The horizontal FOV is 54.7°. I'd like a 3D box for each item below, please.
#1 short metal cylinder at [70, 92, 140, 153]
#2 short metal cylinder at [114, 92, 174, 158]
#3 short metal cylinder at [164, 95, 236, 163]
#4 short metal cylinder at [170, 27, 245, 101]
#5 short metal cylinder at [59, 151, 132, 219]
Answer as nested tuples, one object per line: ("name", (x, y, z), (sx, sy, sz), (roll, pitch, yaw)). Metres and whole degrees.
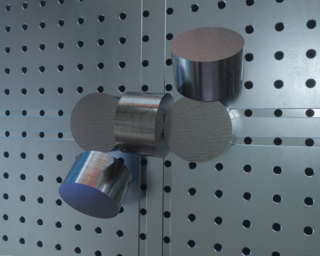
("short metal cylinder", (-0.073, -0.006, 0.423), (0.080, 0.050, 0.079), (0, 90, 19))
("short metal cylinder", (-0.016, -0.005, 0.388), (0.050, 0.080, 0.079), (5, 92, 19))
("short metal cylinder", (0.051, 0.000, 0.380), (0.080, 0.050, 0.079), (0, 90, 19))
("short metal cylinder", (0.054, -0.075, 0.357), (0.080, 0.080, 0.050), (9, 135, 19))
("short metal cylinder", (-0.083, 0.075, 0.405), (0.080, 0.050, 0.080), (11, 137, 11))
